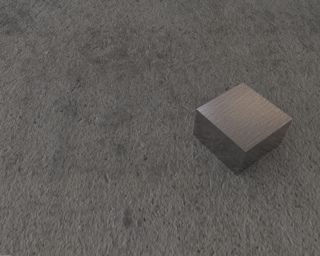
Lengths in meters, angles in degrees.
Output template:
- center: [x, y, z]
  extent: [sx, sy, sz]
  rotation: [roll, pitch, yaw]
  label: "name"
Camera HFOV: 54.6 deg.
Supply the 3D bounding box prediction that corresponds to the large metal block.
- center: [0.100, -0.001, 0.389]
  extent: [0.080, 0.050, 0.080]
  rotation: [-30, 56, -23]
  label: "large metal block"
